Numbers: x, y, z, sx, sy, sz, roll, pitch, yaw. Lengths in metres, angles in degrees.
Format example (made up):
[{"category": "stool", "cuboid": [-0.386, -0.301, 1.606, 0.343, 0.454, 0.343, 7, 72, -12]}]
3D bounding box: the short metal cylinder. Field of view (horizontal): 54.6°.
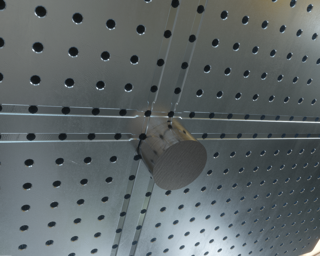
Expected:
[{"category": "short metal cylinder", "cuboid": [0.017, 0.038, 0.427, 0.081, 0.050, 0.080, -14, 124, -21]}]
